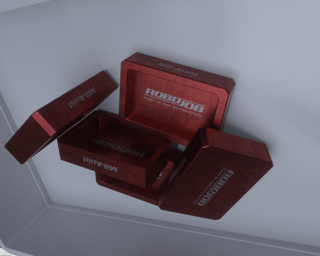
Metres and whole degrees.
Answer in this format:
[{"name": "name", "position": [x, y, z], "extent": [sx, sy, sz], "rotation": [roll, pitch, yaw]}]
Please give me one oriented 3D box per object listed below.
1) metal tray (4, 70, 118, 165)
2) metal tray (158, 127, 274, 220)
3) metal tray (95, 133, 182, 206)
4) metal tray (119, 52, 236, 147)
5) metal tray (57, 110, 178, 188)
[{"name": "metal tray", "position": [-0.119, -0.016, 0.388], "extent": [0.090, 0.131, 0.030], "rotation": [-33, 100, 38]}, {"name": "metal tray", "position": [0.063, 0.062, 0.382], "extent": [0.091, 0.030, 0.129], "rotation": [15, 131, -17]}, {"name": "metal tray", "position": [-0.034, 0.060, 0.455], "extent": [0.130, 0.030, 0.089], "rotation": [15, 125, 19]}, {"name": "metal tray", "position": [0.015, -0.030, 0.375], "extent": [0.130, 0.030, 0.089], "rotation": [19, 126, 16]}, {"name": "metal tray", "position": [-0.053, 0.022, 0.403], "extent": [0.130, 0.090, 0.030], "rotation": [15, 124, 19]}]
